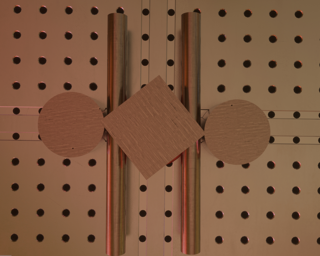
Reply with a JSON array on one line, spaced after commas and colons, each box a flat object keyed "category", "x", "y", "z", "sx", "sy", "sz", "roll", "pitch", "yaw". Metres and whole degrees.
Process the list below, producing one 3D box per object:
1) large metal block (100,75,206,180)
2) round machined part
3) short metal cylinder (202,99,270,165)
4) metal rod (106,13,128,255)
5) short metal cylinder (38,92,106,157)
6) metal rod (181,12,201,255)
[{"category": "large metal block", "x": -0.008, "y": -0.001, "z": 0.353, "sx": 0.080, "sy": 0.050, "sz": 0.080, "roll": -38, "pitch": 90, "yaw": 0}, {"category": "round machined part", "x": -0.008, "y": 0.003, "z": 0.405, "sx": 0.099, "sy": 0.042, "sz": 0.097, "roll": 0, "pitch": 90, "yaw": 0}, {"category": "short metal cylinder", "x": 0.094, "y": 0.005, "z": 0.401, "sx": 0.081, "sy": 0.050, "sz": 0.080, "roll": 0, "pitch": 90, "yaw": 0}, {"category": "metal rod", "x": -0.055, "y": 0.008, "z": 0.392, "sx": 0.025, "sy": 0.025, "sz": 0.298, "roll": 0, "pitch": 90, "yaw": 0}, {"category": "short metal cylinder", "x": -0.108, "y": -0.004, "z": 0.400, "sx": 0.081, "sy": 0.050, "sz": 0.080, "roll": 0, "pitch": 90, "yaw": 0}, {"category": "metal rod", "x": 0.039, "y": 0.007, "z": 0.392, "sx": 0.025, "sy": 0.025, "sz": 0.298, "roll": 0, "pitch": 90, "yaw": 0}]
